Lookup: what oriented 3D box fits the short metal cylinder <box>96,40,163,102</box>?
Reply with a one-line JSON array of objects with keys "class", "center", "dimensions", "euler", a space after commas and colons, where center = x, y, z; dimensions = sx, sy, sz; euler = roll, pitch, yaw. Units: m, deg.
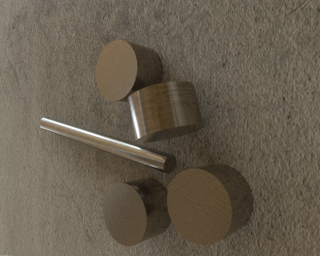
[{"class": "short metal cylinder", "center": [-0.042, -0.075, 0.424], "dimensions": [0.080, 0.050, 0.080], "euler": [0, 90, 40]}]

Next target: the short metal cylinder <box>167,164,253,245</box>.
[{"class": "short metal cylinder", "center": [0.055, 0.082, 0.344], "dimensions": [0.080, 0.050, 0.080], "euler": [0, 90, 40]}]

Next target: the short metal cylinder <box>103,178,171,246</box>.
[{"class": "short metal cylinder", "center": [-0.030, 0.110, 0.414], "dimensions": [0.080, 0.050, 0.080], "euler": [0, 90, 40]}]

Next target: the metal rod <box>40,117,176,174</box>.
[{"class": "metal rod", "center": [-0.101, 0.019, 0.487], "dimensions": [0.300, 0.025, 0.025], "euler": [14, 99, 39]}]

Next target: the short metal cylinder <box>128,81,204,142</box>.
[{"class": "short metal cylinder", "center": [0.006, -0.017, 0.364], "dimensions": [0.080, 0.081, 0.050], "euler": [-20, 77, 38]}]
